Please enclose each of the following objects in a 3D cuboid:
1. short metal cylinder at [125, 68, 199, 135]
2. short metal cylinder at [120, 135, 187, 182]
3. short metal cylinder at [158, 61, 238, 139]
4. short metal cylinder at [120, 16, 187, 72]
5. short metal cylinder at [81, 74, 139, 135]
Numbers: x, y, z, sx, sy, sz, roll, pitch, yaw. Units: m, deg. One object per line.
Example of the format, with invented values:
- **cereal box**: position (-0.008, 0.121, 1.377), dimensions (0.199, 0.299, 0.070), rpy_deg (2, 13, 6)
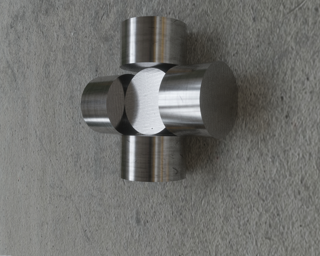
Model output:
- **short metal cylinder**: position (0.002, -0.032, 0.387), dimensions (0.080, 0.050, 0.079), rpy_deg (0, 90, 39)
- **short metal cylinder**: position (-0.008, 0.034, 0.375), dimensions (0.080, 0.081, 0.050), rpy_deg (1, 90, 39)
- **short metal cylinder**: position (0.043, -0.030, 0.334), dimensions (0.050, 0.081, 0.079), rpy_deg (3, 92, 40)
- **short metal cylinder**: position (-0.008, -0.097, 0.374), dimensions (0.080, 0.081, 0.050), rpy_deg (2, 92, 39)
- **short metal cylinder**: position (-0.058, -0.031, 0.416), dimensions (0.050, 0.081, 0.079), rpy_deg (3, 92, 40)
